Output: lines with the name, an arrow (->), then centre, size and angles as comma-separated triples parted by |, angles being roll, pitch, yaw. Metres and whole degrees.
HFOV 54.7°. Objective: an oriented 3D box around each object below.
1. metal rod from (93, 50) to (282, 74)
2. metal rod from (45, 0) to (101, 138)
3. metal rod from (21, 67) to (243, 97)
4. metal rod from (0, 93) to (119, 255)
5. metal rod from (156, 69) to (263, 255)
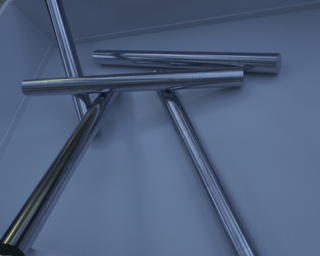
metal rod -> 0.019, -0.101, 0.456 | 0.300, 0.025, 0.025 | 10, 67, 32
metal rod -> -0.143, -0.128, 0.467 | 0.025, 0.025, 0.299 | -19, 83, 17
metal rod -> -0.044, -0.061, 0.417 | 0.301, 0.025, 0.025 | -1, 60, 11
metal rod -> -0.094, 0.013, 0.367 | 0.025, 0.025, 0.301 | -13, 32, 21
metal rod -> 0.044, 0.033, 0.360 | 0.025, 0.025, 0.299 | -30, 52, 9
